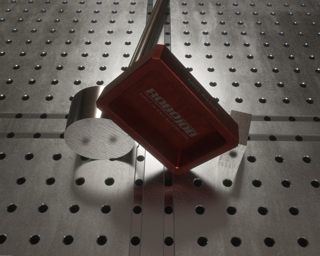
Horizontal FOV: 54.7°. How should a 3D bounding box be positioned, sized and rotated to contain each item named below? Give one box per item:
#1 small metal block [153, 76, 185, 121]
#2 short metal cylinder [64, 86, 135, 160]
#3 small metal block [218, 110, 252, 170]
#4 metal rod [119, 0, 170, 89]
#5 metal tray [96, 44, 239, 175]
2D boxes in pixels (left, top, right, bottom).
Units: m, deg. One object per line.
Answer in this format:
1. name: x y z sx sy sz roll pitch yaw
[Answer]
1. small metal block: 0.010 -0.038 0.423 0.025 0.050 0.050 -23 54 -18
2. short metal cylinder: -0.070 -0.005 0.375 0.081 0.080 0.050 -1 50 -1
3. small metal block: 0.092 0.015 0.380 0.025 0.050 0.050 14 51 11
4. metal rod: -0.022 -0.151 0.534 0.025 0.025 0.300 9 50 7
5. metal tray: 0.010 -0.012 0.330 0.130 0.090 0.030 43 34 -22
